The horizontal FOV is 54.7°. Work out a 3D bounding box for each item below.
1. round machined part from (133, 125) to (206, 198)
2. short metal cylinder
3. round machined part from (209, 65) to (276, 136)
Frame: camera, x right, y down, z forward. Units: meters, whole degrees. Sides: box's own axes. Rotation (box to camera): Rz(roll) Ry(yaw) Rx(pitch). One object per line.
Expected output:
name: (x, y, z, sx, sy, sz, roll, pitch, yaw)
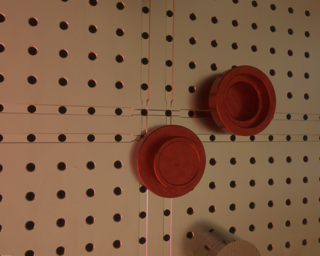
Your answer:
round machined part: (0.018, 0.045, 0.410, 0.099, 0.042, 0.097, 0, 90, -20)
short metal cylinder: (0.094, 0.189, 0.434, 0.081, 0.050, 0.079, 0, 90, -20)
round machined part: (0.113, -0.038, 0.445, 0.099, 0.042, 0.097, 0, 90, -20)
